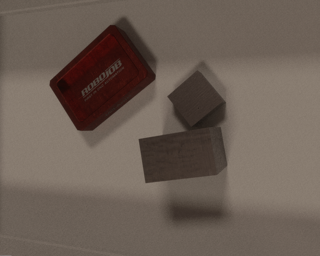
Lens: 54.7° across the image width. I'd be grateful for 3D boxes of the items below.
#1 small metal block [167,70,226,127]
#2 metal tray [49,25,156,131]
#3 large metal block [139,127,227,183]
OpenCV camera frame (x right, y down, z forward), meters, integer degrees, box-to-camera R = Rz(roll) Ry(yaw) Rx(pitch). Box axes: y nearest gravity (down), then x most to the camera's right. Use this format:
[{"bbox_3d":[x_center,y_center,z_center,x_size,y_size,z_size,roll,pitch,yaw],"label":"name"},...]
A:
[{"bbox_3d":[0.047,-0.036,0.394,0.050,0.025,0.050,-40,78,15],"label":"small metal block"},{"bbox_3d":[-0.083,-0.067,0.435,0.130,0.030,0.090,-37,79,15],"label":"metal tray"},{"bbox_3d":[0.031,0.030,0.370,0.080,0.080,0.050,-10,87,19],"label":"large metal block"}]
